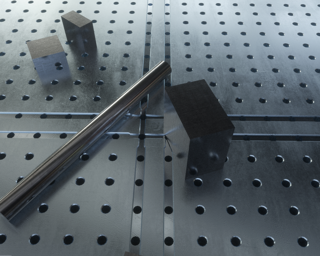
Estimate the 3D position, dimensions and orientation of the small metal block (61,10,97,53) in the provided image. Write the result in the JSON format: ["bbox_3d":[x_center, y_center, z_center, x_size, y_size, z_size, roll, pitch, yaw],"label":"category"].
[{"bbox_3d":[-0.137,-0.164,0.527,0.050,0.050,0.025,35,58,25],"label":"small metal block"}]

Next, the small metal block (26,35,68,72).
[{"bbox_3d":[-0.186,-0.124,0.509,0.050,0.025,0.050,-20,53,-17],"label":"small metal block"}]

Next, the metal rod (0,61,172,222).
[{"bbox_3d":[-0.081,-0.002,0.408,0.025,0.025,0.301,29,56,22],"label":"metal rod"}]

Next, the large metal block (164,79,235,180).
[{"bbox_3d":[0.041,0.002,0.371,0.050,0.080,0.080,-14,52,-12],"label":"large metal block"}]

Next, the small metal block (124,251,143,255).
[{"bbox_3d":[-0.015,0.148,0.283,0.050,0.025,0.050,11,51,9],"label":"small metal block"}]
